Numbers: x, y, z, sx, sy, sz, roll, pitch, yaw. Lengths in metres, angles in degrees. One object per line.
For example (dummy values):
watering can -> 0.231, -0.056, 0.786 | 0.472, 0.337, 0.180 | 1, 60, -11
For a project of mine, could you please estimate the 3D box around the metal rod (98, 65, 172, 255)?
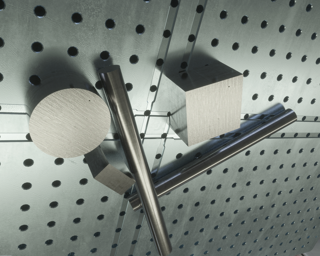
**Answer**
metal rod -> -0.025, 0.062, 0.412 | 0.025, 0.025, 0.298 | -22, 120, -15

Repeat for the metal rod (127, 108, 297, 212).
metal rod -> 0.088, 0.046, 0.487 | 0.302, 0.025, 0.025 | -27, 128, -12

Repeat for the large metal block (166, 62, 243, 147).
large metal block -> 0.059, -0.033, 0.407 | 0.081, 0.050, 0.079 | -19, 126, -18

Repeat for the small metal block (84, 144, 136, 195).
small metal block -> -0.064, 0.051, 0.392 | 0.025, 0.050, 0.050 | -44, 129, 3

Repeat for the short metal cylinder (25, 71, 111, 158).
short metal cylinder -> -0.099, -0.015, 0.332 | 0.081, 0.050, 0.079 | -14, 124, -21
